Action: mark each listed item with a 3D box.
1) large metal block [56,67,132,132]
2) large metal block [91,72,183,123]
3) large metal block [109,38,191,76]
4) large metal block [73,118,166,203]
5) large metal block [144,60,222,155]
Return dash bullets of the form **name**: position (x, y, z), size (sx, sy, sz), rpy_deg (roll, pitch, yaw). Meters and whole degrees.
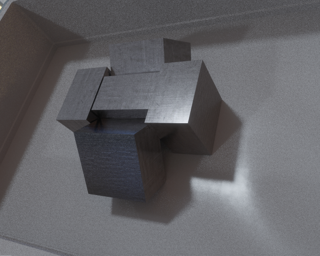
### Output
- **large metal block**: position (-0.084, -0.027, 0.430), size (0.050, 0.080, 0.080), rpy_deg (1, 62, 29)
- **large metal block**: position (-0.025, -0.025, 0.397), size (0.080, 0.080, 0.050), rpy_deg (1, 62, 28)
- **large metal block**: position (-0.010, -0.089, 0.422), size (0.080, 0.080, 0.050), rpy_deg (2, 100, 29)
- **large metal block**: position (-0.045, 0.034, 0.363), size (0.080, 0.079, 0.050), rpy_deg (1, 21, 27)
- **large metal block**: position (0.032, -0.022, 0.366), size (0.050, 0.080, 0.080), rpy_deg (1, 62, 29)
